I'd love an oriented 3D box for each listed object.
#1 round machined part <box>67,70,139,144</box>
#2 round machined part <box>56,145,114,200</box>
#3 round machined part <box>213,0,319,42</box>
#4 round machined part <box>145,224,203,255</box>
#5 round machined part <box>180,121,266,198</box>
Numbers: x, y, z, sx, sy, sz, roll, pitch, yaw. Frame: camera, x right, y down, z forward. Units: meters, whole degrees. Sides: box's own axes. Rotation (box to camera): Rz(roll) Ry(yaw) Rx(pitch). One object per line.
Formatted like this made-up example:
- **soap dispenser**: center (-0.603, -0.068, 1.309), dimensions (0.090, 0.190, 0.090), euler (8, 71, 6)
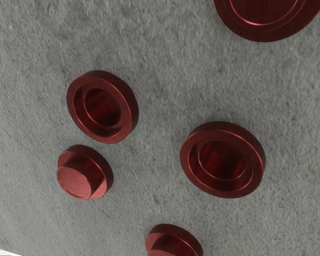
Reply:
- **round machined part**: center (-0.071, -0.031, 0.412), dimensions (0.098, 0.042, 0.097), euler (13, 124, 20)
- **round machined part**: center (-0.130, 0.080, 0.511), dimensions (0.098, 0.042, 0.097), euler (13, 124, 20)
- **round machined part**: center (0.093, -0.123, 0.270), dimensions (0.098, 0.042, 0.097), euler (13, 124, 20)
- **round machined part**: center (0.019, 0.211, 0.515), dimensions (0.098, 0.042, 0.097), euler (13, 124, 20)
- **round machined part**: center (0.077, 0.034, 0.375), dimensions (0.098, 0.042, 0.097), euler (13, 124, 20)
